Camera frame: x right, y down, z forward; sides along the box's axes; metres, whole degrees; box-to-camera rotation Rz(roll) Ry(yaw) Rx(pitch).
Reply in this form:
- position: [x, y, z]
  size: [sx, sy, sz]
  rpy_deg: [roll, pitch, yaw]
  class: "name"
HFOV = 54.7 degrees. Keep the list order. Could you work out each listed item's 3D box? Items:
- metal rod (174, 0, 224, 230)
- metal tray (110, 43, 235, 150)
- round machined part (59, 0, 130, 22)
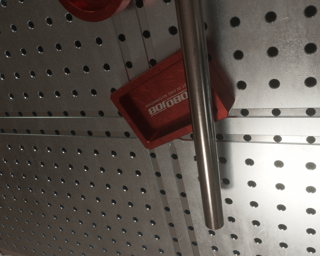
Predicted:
- position: [0.048, -0.004, 0.343]
  size: [0.025, 0.025, 0.298]
  rpy_deg: [4, 121, 26]
  class: "metal rod"
- position: [0.012, -0.034, 0.379]
  size: [0.130, 0.030, 0.090]
  rpy_deg: [-25, 105, 36]
  class: "metal tray"
- position: [-0.069, -0.168, 0.331]
  size: [0.098, 0.042, 0.097]
  rpy_deg: [13, 124, 20]
  class: "round machined part"
